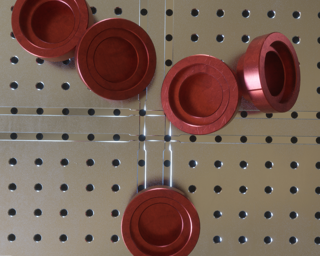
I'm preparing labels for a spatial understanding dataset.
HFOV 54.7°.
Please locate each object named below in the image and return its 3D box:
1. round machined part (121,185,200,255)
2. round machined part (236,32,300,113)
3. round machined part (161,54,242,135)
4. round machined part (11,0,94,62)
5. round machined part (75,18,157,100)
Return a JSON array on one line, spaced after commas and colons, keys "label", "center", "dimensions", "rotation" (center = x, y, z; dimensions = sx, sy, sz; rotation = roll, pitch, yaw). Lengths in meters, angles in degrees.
[{"label": "round machined part", "center": [0.001, 0.123, 0.405], "dimensions": [0.099, 0.042, 0.097], "rotation": [0, 90, -1]}, {"label": "round machined part", "center": [0.133, -0.067, 0.390], "dimensions": [0.099, 0.042, 0.097], "rotation": [1, 88, -40]}, {"label": "round machined part", "center": [0.054, -0.041, 0.394], "dimensions": [0.098, 0.042, 0.097], "rotation": [2, 95, 23]}, {"label": "round machined part", "center": [-0.134, -0.134, 0.400], "dimensions": [0.099, 0.042, 0.097], "rotation": [0, 88, 4]}, {"label": "round machined part", "center": [-0.058, -0.086, 0.392], "dimensions": [0.099, 0.042, 0.097], "rotation": [-6, 105, -22]}]
